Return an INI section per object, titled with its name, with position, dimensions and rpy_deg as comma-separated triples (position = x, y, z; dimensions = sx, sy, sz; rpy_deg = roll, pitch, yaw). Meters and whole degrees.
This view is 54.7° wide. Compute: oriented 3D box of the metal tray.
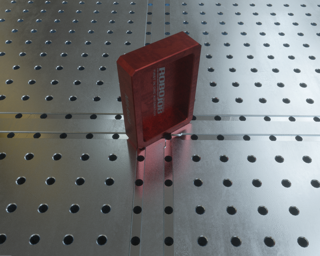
[metal tray]
position = 0.000, -0.041, 0.374
dimensions = 0.091, 0.129, 0.030
rpy_deg = -28, 56, -22
